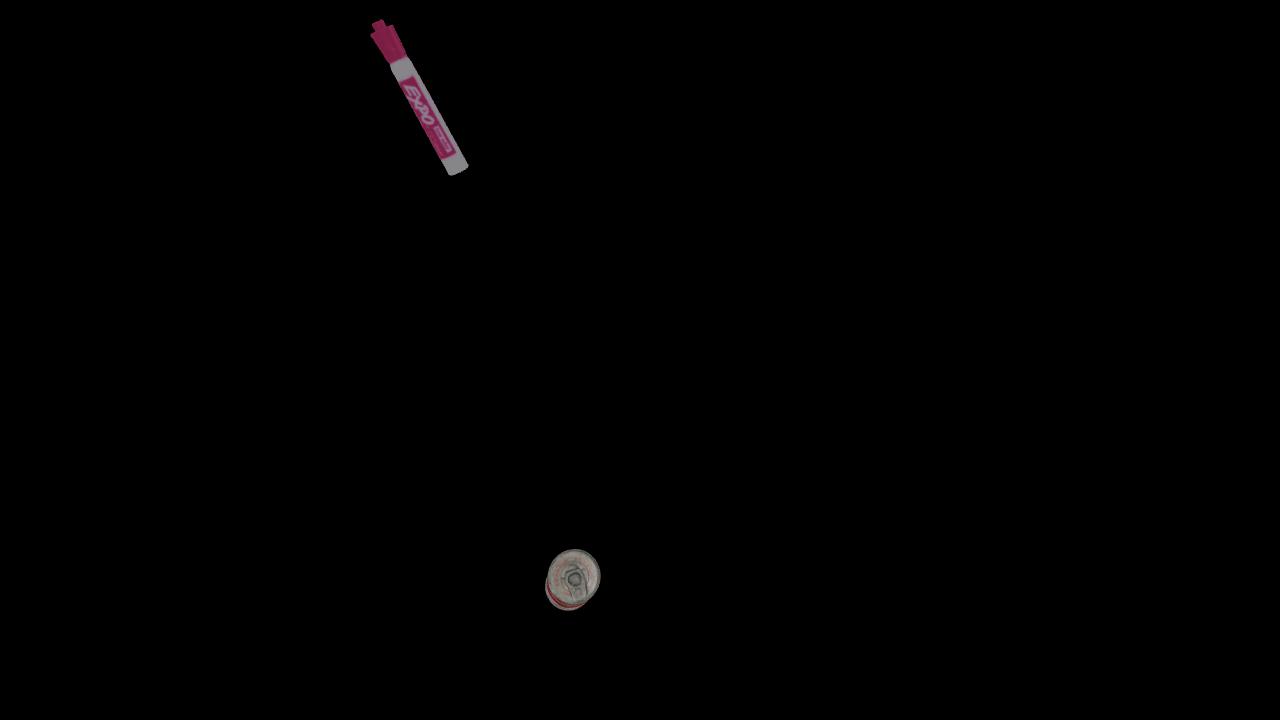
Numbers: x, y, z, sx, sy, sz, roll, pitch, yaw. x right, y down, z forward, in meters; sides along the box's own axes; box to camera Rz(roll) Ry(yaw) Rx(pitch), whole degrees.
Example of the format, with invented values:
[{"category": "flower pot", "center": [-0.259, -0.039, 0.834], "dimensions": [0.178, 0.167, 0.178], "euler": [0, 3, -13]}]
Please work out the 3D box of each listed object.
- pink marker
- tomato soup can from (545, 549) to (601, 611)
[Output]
[{"category": "pink marker", "center": [-0.176, -0.208, 0.495], "dimensions": [0.020, 0.121, 0.020], "euler": [-17, 33, 12]}, {"category": "tomato soup can", "center": [-0.092, 0.294, 0.819], "dimensions": [0.068, 0.068, 0.101], "euler": [0, -26, -12]}]
